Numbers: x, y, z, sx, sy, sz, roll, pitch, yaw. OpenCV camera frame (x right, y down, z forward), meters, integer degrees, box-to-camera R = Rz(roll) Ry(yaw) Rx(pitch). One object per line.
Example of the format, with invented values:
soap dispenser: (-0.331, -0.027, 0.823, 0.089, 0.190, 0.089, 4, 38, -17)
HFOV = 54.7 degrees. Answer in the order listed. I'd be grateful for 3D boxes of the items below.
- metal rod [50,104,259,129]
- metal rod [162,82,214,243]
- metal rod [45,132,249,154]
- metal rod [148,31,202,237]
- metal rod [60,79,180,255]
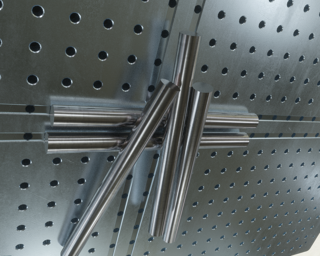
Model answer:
metal rod: (0.014, -0.012, 0.413, 0.303, 0.025, 0.025, 1, 118, -29)
metal rod: (0.033, 0.071, 0.451, 0.025, 0.025, 0.298, -10, 130, -23)
metal rod: (0.003, 0.018, 0.426, 0.303, 0.025, 0.025, 1, 118, -29)
metal rod: (0.014, 0.027, 0.405, 0.025, 0.025, 0.298, -6, 122, -26)
metal rod: (-0.061, 0.070, 0.398, 0.025, 0.025, 0.298, 15, 117, -35)
